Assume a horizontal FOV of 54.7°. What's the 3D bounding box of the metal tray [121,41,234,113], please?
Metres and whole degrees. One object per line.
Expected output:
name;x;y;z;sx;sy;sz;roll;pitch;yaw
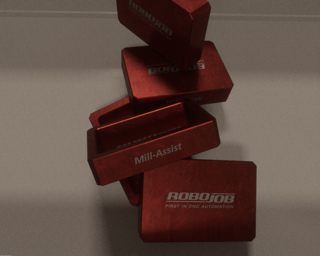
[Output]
metal tray;0.020;-0.071;0.413;0.131;0.030;0.090;-8;57;-13

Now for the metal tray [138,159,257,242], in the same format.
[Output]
metal tray;0.043;0.081;0.355;0.131;0.030;0.089;3;85;-10

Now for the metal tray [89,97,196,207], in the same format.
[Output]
metal tray;-0.023;0.023;0.398;0.091;0.030;0.130;-26;72;-10

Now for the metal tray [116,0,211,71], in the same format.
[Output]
metal tray;-0.002;-0.141;0.383;0.030;0.090;0.130;-39;68;-22

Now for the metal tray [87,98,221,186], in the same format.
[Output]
metal tray;-0.012;0.010;0.340;0.131;0.090;0.030;-18;113;-7
